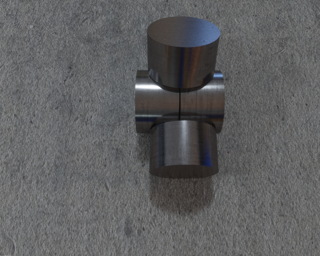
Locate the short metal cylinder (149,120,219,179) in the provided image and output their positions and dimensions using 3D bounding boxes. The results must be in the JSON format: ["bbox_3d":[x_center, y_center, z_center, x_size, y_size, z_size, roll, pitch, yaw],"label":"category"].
[{"bbox_3d":[0.028,0.029,0.370,0.081,0.080,0.050,0,70,0],"label":"short metal cylinder"}]

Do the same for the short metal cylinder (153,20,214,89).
[{"bbox_3d":[0.031,-0.102,0.435,0.081,0.050,0.080,0,70,0],"label":"short metal cylinder"}]

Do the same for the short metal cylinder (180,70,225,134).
[{"bbox_3d":[0.049,-0.033,0.392,0.050,0.080,0.080,0,70,0],"label":"short metal cylinder"}]

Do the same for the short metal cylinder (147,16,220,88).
[{"bbox_3d":[0.026,-0.089,0.359,0.081,0.050,0.080,1,41,0],"label":"short metal cylinder"}]

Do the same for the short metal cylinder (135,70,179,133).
[{"bbox_3d":[-0.003,-0.033,0.393,0.050,0.080,0.080,1,70,0],"label":"short metal cylinder"}]
